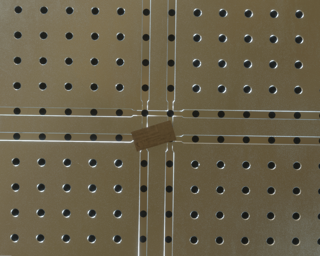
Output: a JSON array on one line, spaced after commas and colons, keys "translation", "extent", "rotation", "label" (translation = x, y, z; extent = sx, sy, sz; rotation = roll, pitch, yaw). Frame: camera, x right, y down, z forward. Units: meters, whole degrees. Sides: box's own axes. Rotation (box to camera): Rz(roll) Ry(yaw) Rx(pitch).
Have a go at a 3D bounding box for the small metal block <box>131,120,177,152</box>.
[{"translation": [-0.008, 0.009, 0.401], "extent": [0.050, 0.050, 0.025], "rotation": [-17, 90, 0], "label": "small metal block"}]
